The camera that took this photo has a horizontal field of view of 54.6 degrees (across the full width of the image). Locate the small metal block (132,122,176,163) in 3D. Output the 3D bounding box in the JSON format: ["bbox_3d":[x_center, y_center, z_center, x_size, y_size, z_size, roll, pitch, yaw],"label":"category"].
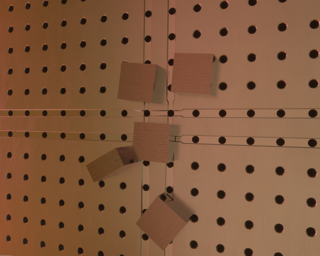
[{"bbox_3d":[-0.008,0.018,0.416,0.050,0.025,0.050,5,92,20],"label":"small metal block"}]

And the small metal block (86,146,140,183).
[{"bbox_3d":[-0.063,0.048,0.422,0.050,0.050,0.025,-30,80,17],"label":"small metal block"}]

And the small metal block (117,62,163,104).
[{"bbox_3d":[-0.027,-0.061,0.423,0.050,0.025,0.050,8,93,20],"label":"small metal block"}]

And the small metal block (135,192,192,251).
[{"bbox_3d":[0.005,0.123,0.411,0.050,0.025,0.050,40,103,15],"label":"small metal block"}]

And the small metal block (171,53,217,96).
[{"bbox_3d":[0.044,-0.068,0.397,0.050,0.025,0.050,6,92,20],"label":"small metal block"}]
